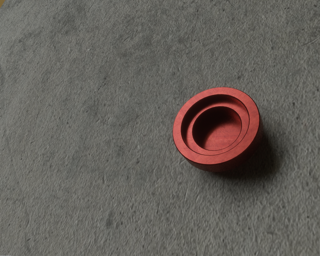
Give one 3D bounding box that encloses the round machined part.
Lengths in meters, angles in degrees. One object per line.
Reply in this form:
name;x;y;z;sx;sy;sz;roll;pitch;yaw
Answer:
round machined part;0.068;0.005;0.355;0.098;0.042;0.098;-13;56;21
